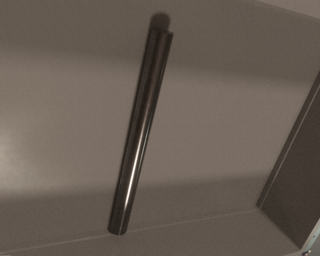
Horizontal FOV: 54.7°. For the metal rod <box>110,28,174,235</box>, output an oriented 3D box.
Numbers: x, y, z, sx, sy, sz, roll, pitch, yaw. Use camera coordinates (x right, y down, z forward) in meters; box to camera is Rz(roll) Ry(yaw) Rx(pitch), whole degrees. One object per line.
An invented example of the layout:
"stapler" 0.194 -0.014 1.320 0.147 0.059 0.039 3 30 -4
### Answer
"metal rod" -0.030 0.023 0.407 0.025 0.025 0.298 -1 119 -29
